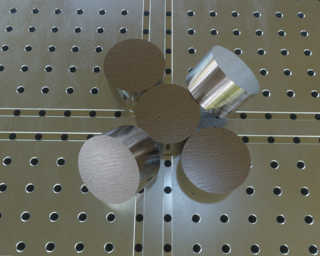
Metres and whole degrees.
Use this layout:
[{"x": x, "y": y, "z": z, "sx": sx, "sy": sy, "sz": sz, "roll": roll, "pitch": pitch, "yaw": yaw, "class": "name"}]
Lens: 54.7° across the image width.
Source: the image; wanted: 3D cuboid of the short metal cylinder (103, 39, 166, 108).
[{"x": -0.033, "y": -0.074, "z": 0.425, "sx": 0.081, "sy": 0.050, "sz": 0.080, "roll": 0, "pitch": 70, "yaw": 0, "class": "short metal cylinder"}]

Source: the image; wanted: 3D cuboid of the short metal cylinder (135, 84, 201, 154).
[{"x": 0.010, "y": -0.010, "z": 0.402, "sx": 0.081, "sy": 0.050, "sz": 0.080, "roll": 0, "pitch": 70, "yaw": 0, "class": "short metal cylinder"}]

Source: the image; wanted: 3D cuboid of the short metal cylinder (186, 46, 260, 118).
[{"x": 0.081, "y": -0.059, "z": 0.399, "sx": 0.080, "sy": 0.050, "sz": 0.080, "roll": 26, "pitch": 40, "yaw": -24, "class": "short metal cylinder"}]

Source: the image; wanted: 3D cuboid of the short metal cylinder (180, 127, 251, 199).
[{"x": 0.065, "y": 0.044, "z": 0.383, "sx": 0.081, "sy": 0.050, "sz": 0.080, "roll": 0, "pitch": 70, "yaw": 0, "class": "short metal cylinder"}]

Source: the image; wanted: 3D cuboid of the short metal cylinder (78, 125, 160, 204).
[{"x": -0.047, "y": 0.041, "z": 0.361, "sx": 0.080, "sy": 0.050, "sz": 0.079, "roll": 7, "pitch": 106, "yaw": 24, "class": "short metal cylinder"}]
